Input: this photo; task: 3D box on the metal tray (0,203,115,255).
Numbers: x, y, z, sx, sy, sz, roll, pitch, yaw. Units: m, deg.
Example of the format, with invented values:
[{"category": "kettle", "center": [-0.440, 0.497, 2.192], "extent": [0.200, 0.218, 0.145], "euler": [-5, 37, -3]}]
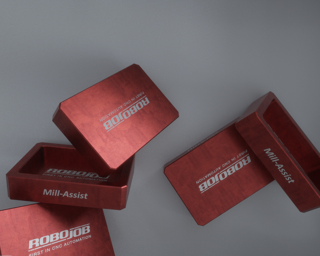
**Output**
[{"category": "metal tray", "center": [-0.119, 0.129, 0.352], "extent": [0.030, 0.131, 0.090], "euler": [-30, 71, 36]}]

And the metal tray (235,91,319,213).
[{"category": "metal tray", "center": [0.154, 0.025, 0.380], "extent": [0.030, 0.091, 0.130], "euler": [-37, 90, 37]}]

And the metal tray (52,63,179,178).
[{"category": "metal tray", "center": [-0.046, -0.014, 0.369], "extent": [0.090, 0.030, 0.131], "euler": [50, 48, 0]}]

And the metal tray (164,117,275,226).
[{"category": "metal tray", "center": [0.081, 0.055, 0.409], "extent": [0.130, 0.030, 0.090], "euler": [-33, 90, 0]}]

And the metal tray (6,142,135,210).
[{"category": "metal tray", "center": [-0.100, 0.055, 0.375], "extent": [0.131, 0.090, 0.030], "euler": [6, 111, 0]}]
